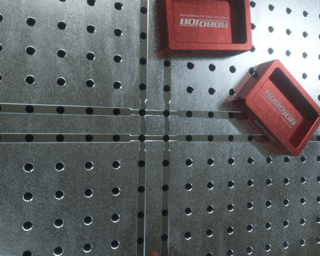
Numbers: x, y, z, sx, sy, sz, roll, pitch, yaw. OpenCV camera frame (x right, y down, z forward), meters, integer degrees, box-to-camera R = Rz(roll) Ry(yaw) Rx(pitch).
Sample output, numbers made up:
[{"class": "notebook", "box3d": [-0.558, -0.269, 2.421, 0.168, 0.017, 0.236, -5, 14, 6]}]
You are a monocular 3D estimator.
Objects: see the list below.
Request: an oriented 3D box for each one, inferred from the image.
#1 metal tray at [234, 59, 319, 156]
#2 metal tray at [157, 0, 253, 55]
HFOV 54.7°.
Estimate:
[{"class": "metal tray", "box3d": [0.187, -0.030, 0.480, 0.130, 0.030, 0.090, 43, 76, -15]}, {"class": "metal tray", "box3d": [0.064, -0.151, 0.434, 0.131, 0.030, 0.089, -5, 92, -20]}]
